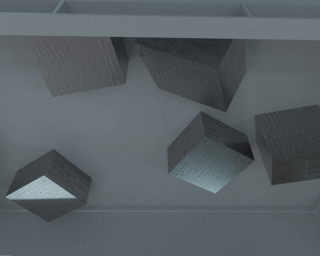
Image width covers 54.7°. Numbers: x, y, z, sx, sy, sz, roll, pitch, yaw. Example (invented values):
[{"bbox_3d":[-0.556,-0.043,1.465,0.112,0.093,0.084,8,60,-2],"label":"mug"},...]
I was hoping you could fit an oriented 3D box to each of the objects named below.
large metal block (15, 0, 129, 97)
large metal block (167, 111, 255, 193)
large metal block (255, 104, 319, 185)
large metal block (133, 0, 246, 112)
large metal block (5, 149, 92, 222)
[{"bbox_3d":[-0.083,-0.085,0.319,0.080,0.050,0.080,-9,130,7],"label":"large metal block"},{"bbox_3d":[0.066,0.035,0.424,0.080,0.050,0.080,26,125,-21],"label":"large metal block"},{"bbox_3d":[0.172,0.020,0.393,0.080,0.080,0.050,-10,130,7],"label":"large metal block"},{"bbox_3d":[0.033,-0.066,0.295,0.080,0.050,0.080,23,165,24],"label":"large metal block"},{"bbox_3d":[-0.164,0.089,0.466,0.080,0.050,0.080,-28,125,21],"label":"large metal block"}]
